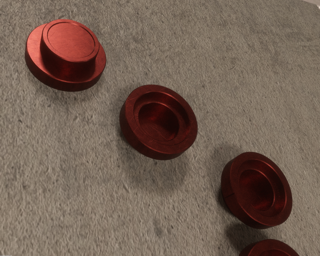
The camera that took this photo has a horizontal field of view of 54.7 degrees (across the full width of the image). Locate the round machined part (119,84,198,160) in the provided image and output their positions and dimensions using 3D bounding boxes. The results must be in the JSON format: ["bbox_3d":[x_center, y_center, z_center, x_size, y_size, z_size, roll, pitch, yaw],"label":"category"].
[{"bbox_3d":[-0.005,-0.004,0.394,0.099,0.042,0.098,14,56,-21],"label":"round machined part"}]

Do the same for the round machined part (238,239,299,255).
[{"bbox_3d":[0.123,0.181,0.351,0.099,0.042,0.098,14,56,-21],"label":"round machined part"}]

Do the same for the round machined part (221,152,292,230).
[{"bbox_3d":[0.121,0.084,0.409,0.099,0.042,0.098,14,56,-21],"label":"round machined part"}]

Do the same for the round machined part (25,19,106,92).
[{"bbox_3d":[-0.116,-0.098,0.391,0.099,0.042,0.098,14,56,-21],"label":"round machined part"}]
